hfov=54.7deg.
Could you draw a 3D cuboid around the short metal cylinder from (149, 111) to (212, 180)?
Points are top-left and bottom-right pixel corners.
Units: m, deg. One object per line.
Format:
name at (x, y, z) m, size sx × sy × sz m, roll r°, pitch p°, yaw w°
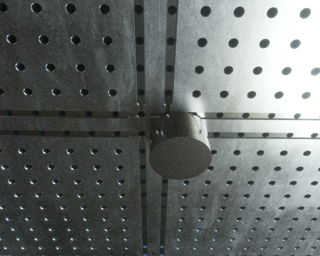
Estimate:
short metal cylinder at (0.026, 0.024, 0.417) m, size 0.081 × 0.050 × 0.079 m, roll 0°, pitch 130°, yaw 0°
